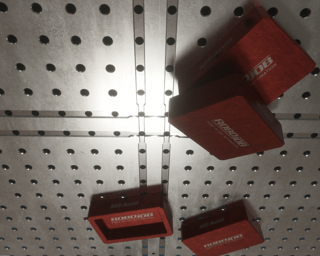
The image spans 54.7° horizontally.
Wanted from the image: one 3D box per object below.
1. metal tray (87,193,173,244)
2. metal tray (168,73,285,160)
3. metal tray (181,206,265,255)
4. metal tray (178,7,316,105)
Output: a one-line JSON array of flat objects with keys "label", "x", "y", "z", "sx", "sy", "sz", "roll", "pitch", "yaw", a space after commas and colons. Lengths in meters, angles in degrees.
[{"label": "metal tray", "x": -0.049, "y": 0.161, "z": 0.544, "sx": 0.131, "sy": 0.030, "sz": 0.090, "roll": -10, "pitch": 130, "yaw": 8}, {"label": "metal tray", "x": 0.082, "y": -0.006, "z": 0.372, "sx": 0.090, "sy": 0.030, "sz": 0.130, "roll": -19, "pitch": 144, "yaw": 33}, {"label": "metal tray", "x": 0.116, "y": 0.200, "z": 0.581, "sx": 0.130, "sy": 0.030, "sz": 0.090, "roll": -26, "pitch": 126, "yaw": 19}, {"label": "metal tray", "x": 0.095, "y": -0.060, "z": 0.359, "sx": 0.090, "sy": 0.030, "sz": 0.129, "roll": 33, "pitch": 123, "yaw": -25}]
